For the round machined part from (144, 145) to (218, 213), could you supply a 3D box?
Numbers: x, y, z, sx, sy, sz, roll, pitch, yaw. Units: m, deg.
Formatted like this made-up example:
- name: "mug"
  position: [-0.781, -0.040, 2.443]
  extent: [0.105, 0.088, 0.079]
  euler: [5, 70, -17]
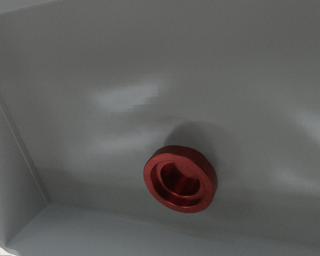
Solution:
- name: "round machined part"
  position: [0.031, 0.064, 0.420]
  extent: [0.098, 0.042, 0.097]
  euler: [13, 124, 20]
